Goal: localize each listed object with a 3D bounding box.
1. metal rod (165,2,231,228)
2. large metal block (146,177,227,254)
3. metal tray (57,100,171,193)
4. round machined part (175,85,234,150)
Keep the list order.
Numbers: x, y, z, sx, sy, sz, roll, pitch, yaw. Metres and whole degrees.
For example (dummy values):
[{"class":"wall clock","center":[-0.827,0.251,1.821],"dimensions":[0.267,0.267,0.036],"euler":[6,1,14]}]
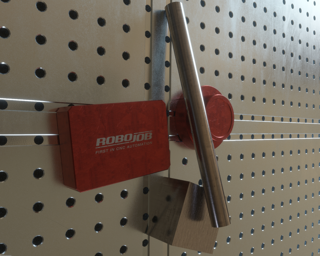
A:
[{"class":"metal rod","center":[0.049,-0.022,0.411],"dimensions":[0.025,0.025,0.298],"euler":[-7,83,-40]},{"class":"large metal block","center":[0.038,0.120,0.425],"dimensions":[0.080,0.050,0.080],"euler":[28,72,-37]},{"class":"metal tray","center":[-0.049,0.015,0.365],"dimensions":[0.131,0.030,0.089],"euler":[-8,95,-40]},{"class":"round machined part","center":[0.073,-0.015,0.459],"dimensions":[0.099,0.042,0.097],"euler":[0,90,-40]}]
